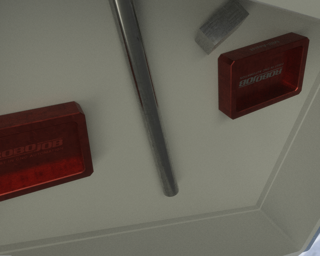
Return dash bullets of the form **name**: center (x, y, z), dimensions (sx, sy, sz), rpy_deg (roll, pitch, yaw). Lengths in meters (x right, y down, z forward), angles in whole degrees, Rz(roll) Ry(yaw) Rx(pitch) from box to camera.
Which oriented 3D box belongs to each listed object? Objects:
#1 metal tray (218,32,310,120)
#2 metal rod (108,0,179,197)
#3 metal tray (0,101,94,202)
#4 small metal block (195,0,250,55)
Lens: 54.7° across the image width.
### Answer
- **metal tray**: center (0.146, -0.074, 0.441), dimensions (0.131, 0.030, 0.089), rpy_deg (-20, 127, -17)
- **metal rod**: center (-0.012, -0.020, 0.391), dimensions (0.025, 0.025, 0.298), rpy_deg (-24, 128, -14)
- **metal tray**: center (-0.146, 0.028, 0.343), dimensions (0.131, 0.030, 0.089), rpy_deg (-14, 125, -21)
- **small metal block**: center (0.070, -0.115, 0.358), dimensions (0.050, 0.050, 0.025), rpy_deg (-42, 90, 1)
